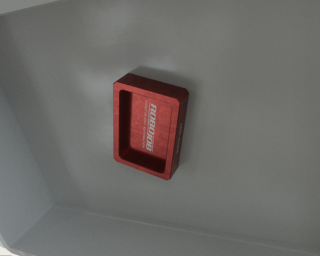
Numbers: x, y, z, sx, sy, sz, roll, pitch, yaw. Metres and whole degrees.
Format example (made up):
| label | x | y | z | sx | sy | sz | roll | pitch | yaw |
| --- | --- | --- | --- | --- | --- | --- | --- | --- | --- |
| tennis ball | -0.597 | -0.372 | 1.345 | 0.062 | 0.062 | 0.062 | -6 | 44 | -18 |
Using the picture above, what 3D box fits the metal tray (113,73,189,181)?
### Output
| label | x | y | z | sx | sy | sz | roll | pitch | yaw |
| --- | --- | --- | --- | --- | --- | --- | --- | --- | --- |
| metal tray | -0.016 | 0.001 | 0.414 | 0.090 | 0.030 | 0.129 | 18 | 126 | 18 |
